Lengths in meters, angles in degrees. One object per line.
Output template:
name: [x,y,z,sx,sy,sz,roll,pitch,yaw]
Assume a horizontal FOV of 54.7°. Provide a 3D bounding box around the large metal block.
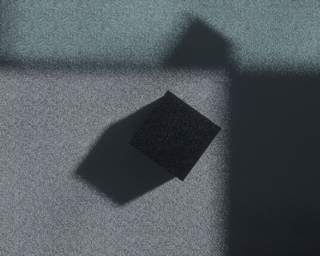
large metal block: [0.018,0.009,0.399,0.080,0.050,0.080,36,90,-1]
